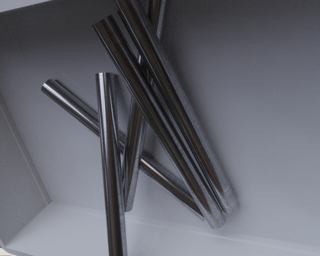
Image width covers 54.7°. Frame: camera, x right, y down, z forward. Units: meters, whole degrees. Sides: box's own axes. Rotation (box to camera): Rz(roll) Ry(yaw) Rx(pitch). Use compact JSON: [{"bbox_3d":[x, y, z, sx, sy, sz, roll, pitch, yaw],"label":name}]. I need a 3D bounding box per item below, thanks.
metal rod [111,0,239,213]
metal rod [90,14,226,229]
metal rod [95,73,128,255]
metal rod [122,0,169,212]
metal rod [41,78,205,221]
[{"bbox_3d":[0.030,-0.011,0.361,0.025,0.025,0.299,-12,120,33],"label":"metal rod"},{"bbox_3d":[0.010,0.010,0.371,0.025,0.025,0.299,-14,117,34],"label":"metal rod"},{"bbox_3d":[-0.062,0.078,0.410,0.025,0.025,0.298,-3,93,29],"label":"metal rod"},{"bbox_3d":[-0.027,-0.012,0.392,0.025,0.025,0.298,20,119,16],"label":"metal rod"},{"bbox_3d":[-0.048,0.031,0.451,0.300,0.025,0.025,39,129,1],"label":"metal rod"}]
